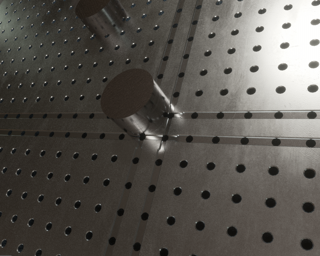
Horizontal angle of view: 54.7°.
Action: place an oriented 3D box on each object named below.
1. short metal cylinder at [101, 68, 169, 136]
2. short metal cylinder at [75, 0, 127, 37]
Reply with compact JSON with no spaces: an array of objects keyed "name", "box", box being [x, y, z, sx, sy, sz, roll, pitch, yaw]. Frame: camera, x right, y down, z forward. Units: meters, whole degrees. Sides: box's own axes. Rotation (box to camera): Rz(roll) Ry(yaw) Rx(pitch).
[{"name":"short metal cylinder","box":[-0.034,-0.035,0.430,0.080,0.050,0.080,-13,57,21]},{"name":"short metal cylinder","box":[-0.110,-0.218,0.582,0.080,0.050,0.080,-13,56,21]}]
